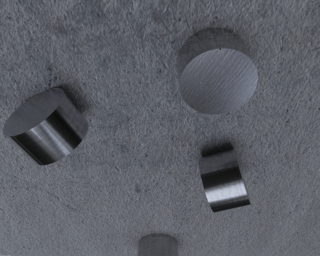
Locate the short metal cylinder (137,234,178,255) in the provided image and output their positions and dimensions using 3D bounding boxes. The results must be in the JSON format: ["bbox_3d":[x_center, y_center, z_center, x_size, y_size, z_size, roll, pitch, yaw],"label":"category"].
[{"bbox_3d":[-0.004,0.250,0.603,0.081,0.050,0.079,0,130,0],"label":"short metal cylinder"}]

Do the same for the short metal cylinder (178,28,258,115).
[{"bbox_3d":[0.060,-0.061,0.339,0.081,0.050,0.079,0,130,0],"label":"short metal cylinder"}]

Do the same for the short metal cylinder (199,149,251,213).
[{"bbox_3d":[0.091,0.073,0.434,0.050,0.080,0.080,-17,128,14],"label":"short metal cylinder"}]

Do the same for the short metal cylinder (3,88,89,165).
[{"bbox_3d":[-0.134,-0.003,0.367,0.080,0.080,0.050,-19,128,15],"label":"short metal cylinder"}]
